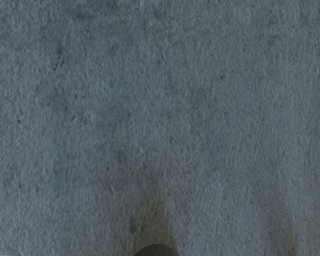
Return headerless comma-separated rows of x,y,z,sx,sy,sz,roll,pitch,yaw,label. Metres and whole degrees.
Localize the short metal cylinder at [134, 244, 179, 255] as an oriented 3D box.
0.001,0.198,0.397,0.081,0.050,0.079,0,90,-21,short metal cylinder
